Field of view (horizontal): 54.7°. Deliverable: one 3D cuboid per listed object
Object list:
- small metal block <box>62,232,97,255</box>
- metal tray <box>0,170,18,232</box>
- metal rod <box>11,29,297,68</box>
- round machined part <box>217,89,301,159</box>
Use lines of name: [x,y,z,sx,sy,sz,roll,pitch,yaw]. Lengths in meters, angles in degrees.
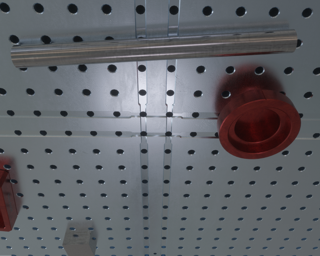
small metal block: [-0.156,0.229,0.605,0.050,0.025,0.050,-4,130,3]
metal tray: [-0.292,0.118,0.506,0.091,0.030,0.129,7,130,-7]
metal rod: [-0.008,-0.086,0.338,0.302,0.025,0.025,-3,130,2]
round machined part: [0.122,-0.009,0.394,0.099,0.042,0.097,0,130,0]
